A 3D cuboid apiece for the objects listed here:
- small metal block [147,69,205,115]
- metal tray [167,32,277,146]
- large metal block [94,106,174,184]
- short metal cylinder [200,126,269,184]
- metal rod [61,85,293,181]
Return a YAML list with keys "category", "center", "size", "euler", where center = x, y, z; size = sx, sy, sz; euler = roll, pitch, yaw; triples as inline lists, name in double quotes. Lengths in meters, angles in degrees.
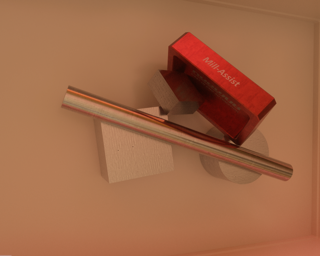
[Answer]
- category: "small metal block"
  center: [0.020, -0.044, 0.382]
  size: [0.050, 0.025, 0.050]
  euler: [-5, 56, -47]
- category: "metal tray"
  center: [0.065, -0.044, 0.373]
  size: [0.130, 0.090, 0.030]
  euler: [43, 74, 15]
- category: "large metal block"
  center: [-0.034, 0.018, 0.385]
  size: [0.081, 0.050, 0.079]
  euler: [-8, 93, -20]
- category: "short metal cylinder"
  center: [0.104, 0.035, 0.436]
  size: [0.081, 0.050, 0.079]
  euler: [0, 90, -21]
- category: "metal rod"
  center: [0.036, 0.014, 0.369]
  size: [0.302, 0.025, 0.025]
  euler: [19, 84, -20]
